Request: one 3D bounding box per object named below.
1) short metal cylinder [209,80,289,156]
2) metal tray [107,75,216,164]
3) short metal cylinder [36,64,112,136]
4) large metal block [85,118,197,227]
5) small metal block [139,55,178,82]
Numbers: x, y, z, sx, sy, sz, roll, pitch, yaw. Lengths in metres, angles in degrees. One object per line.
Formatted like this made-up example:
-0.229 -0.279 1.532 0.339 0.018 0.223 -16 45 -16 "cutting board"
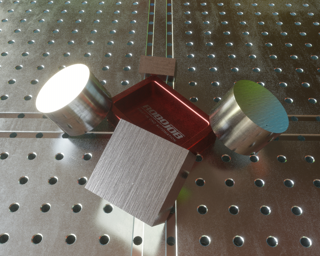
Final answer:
0.109 -0.013 0.383 0.081 0.050 0.080 18 47 -20 "short metal cylinder"
0.000 -0.010 0.411 0.091 0.030 0.130 -34 58 -25 "metal tray"
-0.110 -0.036 0.402 0.080 0.050 0.080 -17 48 19 "short metal cylinder"
-0.018 0.047 0.329 0.080 0.050 0.080 25 85 19 "large metal block"
-0.001 -0.087 0.461 0.050 0.050 0.025 7 88 6 "small metal block"
